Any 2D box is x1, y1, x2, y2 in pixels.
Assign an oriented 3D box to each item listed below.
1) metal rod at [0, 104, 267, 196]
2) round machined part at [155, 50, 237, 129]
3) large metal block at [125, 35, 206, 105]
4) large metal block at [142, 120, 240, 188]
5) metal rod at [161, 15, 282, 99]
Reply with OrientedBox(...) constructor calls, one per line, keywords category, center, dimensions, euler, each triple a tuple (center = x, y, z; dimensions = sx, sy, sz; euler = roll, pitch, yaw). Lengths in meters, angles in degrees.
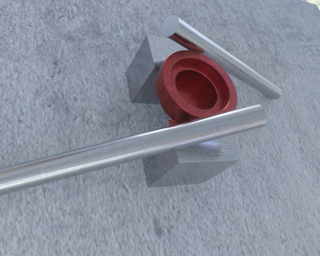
OrientedBox(category="metal rod", center=(-0.039, 0.023, 0.300), dimensions=(0.302, 0.025, 0.025), euler=(-14, 67, -10))
OrientedBox(category="round machined part", center=(0.038, -0.040, 0.366), dimensions=(0.099, 0.042, 0.098), euler=(14, 56, -21))
OrientedBox(category="large metal block", center=(0.008, -0.074, 0.421), dimensions=(0.081, 0.080, 0.050), euler=(1, 62, -28))
OrientedBox(category="large metal block", center=(0.032, 0.032, 0.369), dimensions=(0.081, 0.080, 0.050), euler=(1, 62, -28))
OrientedBox(category="metal rod", center=(0.110, -0.088, 0.452), dimensions=(0.302, 0.025, 0.025), euler=(14, 53, -47))
